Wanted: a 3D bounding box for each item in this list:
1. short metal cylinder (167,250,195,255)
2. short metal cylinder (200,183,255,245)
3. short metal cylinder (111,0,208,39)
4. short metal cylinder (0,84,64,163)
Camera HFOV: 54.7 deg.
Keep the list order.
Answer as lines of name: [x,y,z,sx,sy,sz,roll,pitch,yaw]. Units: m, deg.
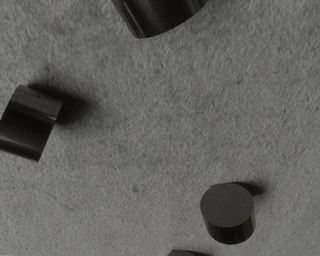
short metal cylinder: [0.041,0.297,0.625,0.081,0.080,0.050,6,130,-6]
short metal cylinder: [0.107,0.134,0.487,0.080,0.080,0.050,-11,129,9]
short metal cylinder: [-0.003,-0.122,0.267,0.080,0.080,0.050,-22,127,17]
short metal cylinder: [-0.153,-0.005,0.365,0.050,0.080,0.080,22,127,-18]
